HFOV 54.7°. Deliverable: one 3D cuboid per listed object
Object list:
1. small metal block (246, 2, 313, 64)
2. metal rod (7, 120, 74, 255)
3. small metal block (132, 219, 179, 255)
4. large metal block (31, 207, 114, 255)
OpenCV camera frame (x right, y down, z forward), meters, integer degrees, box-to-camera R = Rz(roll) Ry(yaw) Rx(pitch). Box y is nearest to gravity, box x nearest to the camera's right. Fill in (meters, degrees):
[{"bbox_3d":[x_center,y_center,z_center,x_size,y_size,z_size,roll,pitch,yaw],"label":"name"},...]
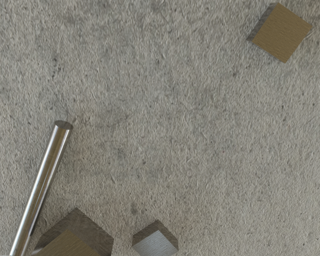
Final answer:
[{"bbox_3d":[0.141,-0.113,0.370,0.050,0.025,0.050,29,107,-11],"label":"small metal block"},{"bbox_3d":[-0.187,0.124,0.452,0.025,0.025,0.298,23,108,-9],"label":"metal rod"},{"bbox_3d":[-0.007,0.177,0.475,0.050,0.025,0.050,-36,107,12],"label":"small metal block"},{"bbox_3d":[-0.129,0.180,0.461,0.080,0.050,0.080,-40,106,13],"label":"large metal block"}]
